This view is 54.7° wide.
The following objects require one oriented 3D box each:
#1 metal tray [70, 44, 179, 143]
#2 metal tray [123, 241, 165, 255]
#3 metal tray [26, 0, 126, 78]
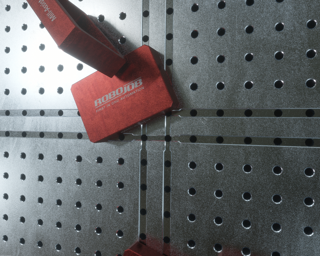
[{"bbox_3d":[-0.051,-0.044,0.427,0.130,0.030,0.090,-25,82,18],"label":"metal tray"},{"bbox_3d":[-0.021,0.234,0.416,0.090,0.030,0.129,21,97,18],"label":"metal tray"},{"bbox_3d":[-0.108,-0.127,0.395,0.030,0.090,0.130,-46,59,13],"label":"metal tray"}]
